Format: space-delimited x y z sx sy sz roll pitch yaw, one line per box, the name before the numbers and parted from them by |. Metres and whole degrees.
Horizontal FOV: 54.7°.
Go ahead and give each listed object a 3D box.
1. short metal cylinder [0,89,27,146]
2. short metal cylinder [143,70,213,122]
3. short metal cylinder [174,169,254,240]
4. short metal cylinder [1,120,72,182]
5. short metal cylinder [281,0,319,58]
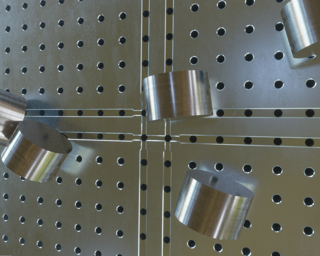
short metal cylinder | -0.243 -0.017 0.463 0.080 0.050 0.080 -26 52 40
short metal cylinder | 0.021 -0.036 0.375 0.080 0.080 0.050 -6 88 19
short metal cylinder | 0.062 0.087 0.361 0.080 0.080 0.050 20 97 18
short metal cylinder | -0.175 0.032 0.443 0.080 0.080 0.050 38 102 16
short metal cylinder | 0.174 -0.111 0.322 0.080 0.080 0.050 -15 85 19
